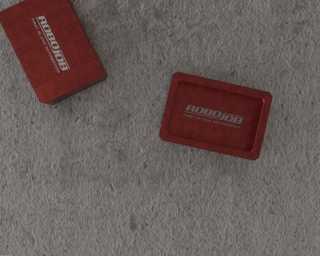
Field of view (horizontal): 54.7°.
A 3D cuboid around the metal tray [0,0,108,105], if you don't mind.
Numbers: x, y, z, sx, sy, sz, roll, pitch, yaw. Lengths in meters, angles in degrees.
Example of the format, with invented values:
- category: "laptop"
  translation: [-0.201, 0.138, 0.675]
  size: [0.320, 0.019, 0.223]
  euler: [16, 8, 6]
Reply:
- category: "metal tray"
  translation: [-0.138, -0.106, 0.406]
  size: [0.090, 0.030, 0.130]
  euler: [-26, 90, 0]

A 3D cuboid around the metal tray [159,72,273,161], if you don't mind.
- category: "metal tray"
  translation: [0.071, -0.015, 0.407]
  size: [0.131, 0.030, 0.089]
  euler: [13, 90, 0]
